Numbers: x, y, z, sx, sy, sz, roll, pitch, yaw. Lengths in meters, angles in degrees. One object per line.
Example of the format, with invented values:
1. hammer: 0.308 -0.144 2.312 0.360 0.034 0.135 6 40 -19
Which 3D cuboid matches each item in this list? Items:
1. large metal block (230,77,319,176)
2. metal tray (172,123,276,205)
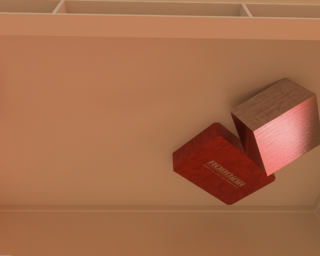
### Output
1. large metal block: 0.143 -0.001 0.378 0.080 0.050 0.080 -31 127 -2
2. metal tray: 0.094 0.058 0.457 0.130 0.030 0.090 35 122 -27
